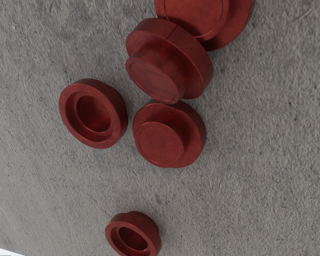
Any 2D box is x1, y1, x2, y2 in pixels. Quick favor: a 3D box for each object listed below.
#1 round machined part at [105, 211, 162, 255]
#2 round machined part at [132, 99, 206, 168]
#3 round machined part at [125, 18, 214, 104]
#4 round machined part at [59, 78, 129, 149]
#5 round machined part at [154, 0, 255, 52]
[{"bbox_3d":[-0.041,0.182,0.530,0.098,0.042,0.097,13,124,21],"label":"round machined part"},{"bbox_3d":[0.007,0.013,0.400,0.098,0.042,0.097,13,124,21],"label":"round machined part"},{"bbox_3d":[0.003,-0.063,0.327,0.098,0.042,0.098,31,161,13],"label":"round machined part"},{"bbox_3d":[-0.086,-0.023,0.427,0.098,0.042,0.097,13,124,21],"label":"round machined part"},{"bbox_3d":[0.038,-0.121,0.301,0.098,0.042,0.097,13,124,21],"label":"round machined part"}]
